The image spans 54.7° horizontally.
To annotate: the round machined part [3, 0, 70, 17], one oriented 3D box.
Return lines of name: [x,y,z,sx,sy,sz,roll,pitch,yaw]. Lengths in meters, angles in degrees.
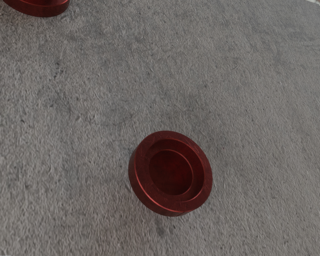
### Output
round machined part: [-0.171,-0.204,0.425,0.099,0.042,0.098,14,56,-21]

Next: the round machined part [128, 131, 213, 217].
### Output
round machined part: [0.009,0.056,0.364,0.099,0.042,0.098,14,56,-21]
